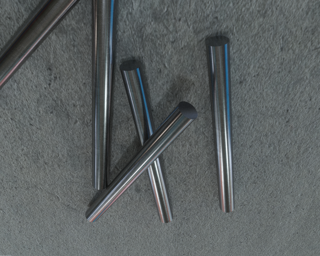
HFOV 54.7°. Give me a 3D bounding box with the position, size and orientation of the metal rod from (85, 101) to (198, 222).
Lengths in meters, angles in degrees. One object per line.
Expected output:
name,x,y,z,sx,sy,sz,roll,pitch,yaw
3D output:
metal rod,-0.043,0.065,0.436,0.025,0.025,0.298,24,134,-19

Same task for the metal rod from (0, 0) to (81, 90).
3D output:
metal rod,-0.191,-0.056,0.356,0.299,0.025,0.025,-35,122,26

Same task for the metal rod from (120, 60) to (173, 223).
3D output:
metal rod,-0.011,0.042,0.442,0.025,0.025,0.298,-7,130,5

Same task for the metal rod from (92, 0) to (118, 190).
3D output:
metal rod,-0.071,-0.027,0.383,0.025,0.025,0.298,6,130,-5

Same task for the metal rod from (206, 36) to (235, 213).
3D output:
metal rod,0.087,0.020,0.424,0.025,0.025,0.298,-8,130,6
